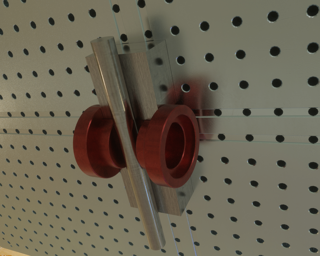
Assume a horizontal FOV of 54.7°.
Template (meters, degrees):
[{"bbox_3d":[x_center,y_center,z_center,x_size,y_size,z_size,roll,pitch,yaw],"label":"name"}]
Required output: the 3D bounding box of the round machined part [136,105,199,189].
[{"bbox_3d":[0.008,0.020,0.372,0.042,0.099,0.097,5,121,32],"label":"round machined part"}]

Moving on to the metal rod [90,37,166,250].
[{"bbox_3d":[-0.032,0.039,0.387,0.025,0.025,0.298,2,120,27],"label":"metal rod"}]

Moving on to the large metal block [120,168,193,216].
[{"bbox_3d":[-0.004,0.072,0.441,0.080,0.050,0.079,3,120,27],"label":"large metal block"}]

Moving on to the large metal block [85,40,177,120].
[{"bbox_3d":[-0.033,-0.057,0.376,0.080,0.050,0.079,2,120,27],"label":"large metal block"}]

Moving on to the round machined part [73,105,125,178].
[{"bbox_3d":[-0.064,0.017,0.408,0.042,0.098,0.097,2,119,27],"label":"round machined part"}]
